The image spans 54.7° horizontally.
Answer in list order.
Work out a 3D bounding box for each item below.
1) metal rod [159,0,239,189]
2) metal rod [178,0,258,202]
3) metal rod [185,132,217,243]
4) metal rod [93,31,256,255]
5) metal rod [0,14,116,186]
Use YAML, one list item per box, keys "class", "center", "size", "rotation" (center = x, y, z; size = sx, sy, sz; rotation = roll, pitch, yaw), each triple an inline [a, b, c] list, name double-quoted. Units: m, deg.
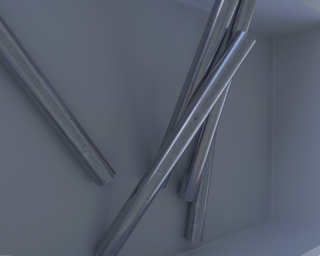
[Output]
- class: "metal rod"
  center: [0.045, -0.061, 0.365]
  size: [0.025, 0.025, 0.298]
  rotation: [5, 112, -40]
- class: "metal rod"
  center: [0.072, -0.039, 0.396]
  size: [0.025, 0.025, 0.298]
  rotation: [-2, 115, -40]
- class: "metal rod"
  center: [0.072, 0.017, 0.469]
  size: [0.025, 0.025, 0.298]
  rotation: [15, 81, -39]
- class: "metal rod"
  center: [0.015, 0.023, 0.352]
  size: [0.025, 0.025, 0.299]
  rotation: [32, 92, -36]
- class: "metal rod"
  center: [-0.133, -0.059, 0.296]
  size: [0.025, 0.025, 0.299]
  rotation: [-46, 118, -30]
